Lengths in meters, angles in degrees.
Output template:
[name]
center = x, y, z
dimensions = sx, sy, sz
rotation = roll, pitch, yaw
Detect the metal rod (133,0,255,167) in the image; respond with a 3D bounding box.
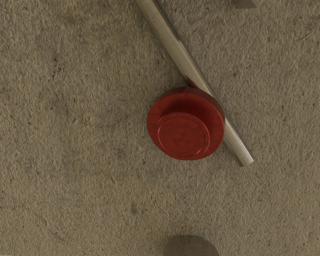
[metal rod]
center = 0.037, -0.072, 0.383
dimensions = 0.025, 0.025, 0.299
rotation = -32, 108, 11

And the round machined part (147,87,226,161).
[round machined part]
center = 0.031, 0.002, 0.387
dimensions = 0.098, 0.042, 0.097
rotation = 7, 121, 12

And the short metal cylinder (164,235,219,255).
[short metal cylinder]
center = 0.044, 0.205, 0.457
dimensions = 0.081, 0.080, 0.050
rotation = 2, 110, -1

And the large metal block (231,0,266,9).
[large metal block]
center = 0.085, -0.172, 0.318
dimensions = 0.050, 0.080, 0.080
rotation = -40, 106, 13
